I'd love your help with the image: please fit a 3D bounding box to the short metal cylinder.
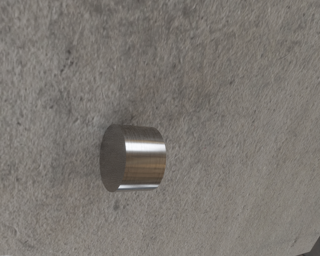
[{"bbox_3d":[-0.035,0.037,0.376,0.050,0.080,0.079,5,116,-31],"label":"short metal cylinder"}]
